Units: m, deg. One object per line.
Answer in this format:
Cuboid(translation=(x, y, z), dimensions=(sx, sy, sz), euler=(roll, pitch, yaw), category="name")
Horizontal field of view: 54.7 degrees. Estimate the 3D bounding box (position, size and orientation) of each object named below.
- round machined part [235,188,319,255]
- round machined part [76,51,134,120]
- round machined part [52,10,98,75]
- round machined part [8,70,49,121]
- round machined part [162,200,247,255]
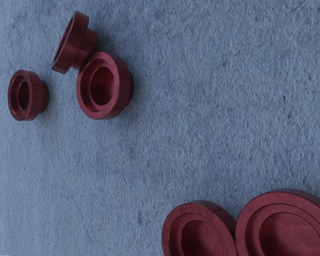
Cuboid(translation=(0.125, 0.105, 0.291), dimensions=(0.098, 0.042, 0.097), euler=(0, 90, 40), category="round machined part")
Cuboid(translation=(-0.077, -0.061, 0.458), dimensions=(0.098, 0.042, 0.097), euler=(0, 90, 40), category="round machined part")
Cuboid(translation=(-0.131, -0.128, 0.484), dimensions=(0.098, 0.042, 0.098), euler=(-43, 35, 41), category="round machined part")
Cuboid(translation=(-0.253, -0.062, 0.604), dimensions=(0.098, 0.042, 0.097), euler=(0, 90, 40), category="round machined part")
Cuboid(translation=(0.052, 0.130, 0.351), dimensions=(0.098, 0.042, 0.097), euler=(0, 90, 40), category="round machined part")
